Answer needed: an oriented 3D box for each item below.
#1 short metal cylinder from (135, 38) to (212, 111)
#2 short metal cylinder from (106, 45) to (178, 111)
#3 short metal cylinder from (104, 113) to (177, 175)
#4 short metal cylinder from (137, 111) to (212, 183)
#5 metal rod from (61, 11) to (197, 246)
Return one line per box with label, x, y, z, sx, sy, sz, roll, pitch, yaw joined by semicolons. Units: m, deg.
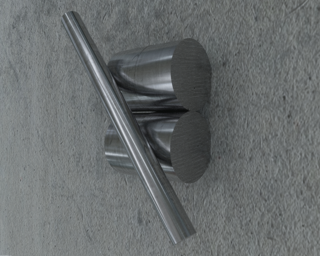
short metal cylinder;0.017;-0.059;0.357;0.050;0.081;0.079;1;91;40
short metal cylinder;-0.021;-0.060;0.389;0.050;0.081;0.079;1;91;40
short metal cylinder;-0.022;0.021;0.389;0.050;0.081;0.079;1;91;40
short metal cylinder;0.017;0.021;0.357;0.050;0.081;0.079;1;91;40
metal rod;-0.046;-0.019;0.340;0.025;0.025;0.299;-44;64;31
